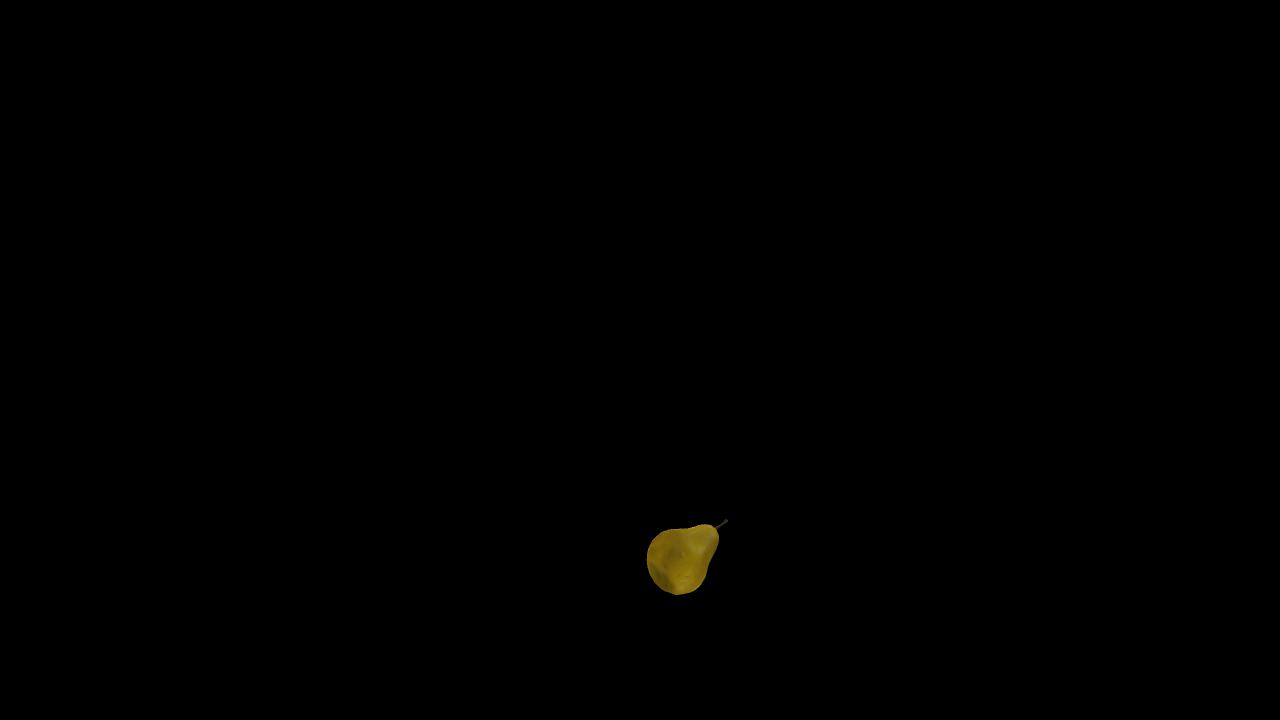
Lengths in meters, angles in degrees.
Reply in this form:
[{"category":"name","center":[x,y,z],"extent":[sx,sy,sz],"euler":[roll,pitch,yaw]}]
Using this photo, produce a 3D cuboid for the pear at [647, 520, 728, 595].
[{"category":"pear","center":[0.062,0.233,0.753],"extent":[0.111,0.080,0.080],"euler":[-25,14,-31]}]
